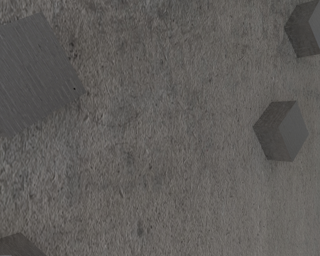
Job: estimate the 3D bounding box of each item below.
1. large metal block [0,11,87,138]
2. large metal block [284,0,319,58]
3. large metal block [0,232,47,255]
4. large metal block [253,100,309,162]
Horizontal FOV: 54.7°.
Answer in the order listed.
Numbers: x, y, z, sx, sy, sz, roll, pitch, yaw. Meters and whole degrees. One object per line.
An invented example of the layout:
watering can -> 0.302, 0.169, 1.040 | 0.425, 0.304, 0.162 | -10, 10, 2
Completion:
large metal block -> -0.129, -0.047, 0.280 | 0.080, 0.050, 0.080 | -39, 114, -33
large metal block -> 0.312, -0.208, 0.649 | 0.080, 0.050, 0.080 | 50, 61, -28
large metal block -> -0.141, 0.132, 0.251 | 0.081, 0.080, 0.050 | -7, 95, -40
large metal block -> 0.227, 0.005, 0.579 | 0.080, 0.050, 0.080 | -45, 117, -30
